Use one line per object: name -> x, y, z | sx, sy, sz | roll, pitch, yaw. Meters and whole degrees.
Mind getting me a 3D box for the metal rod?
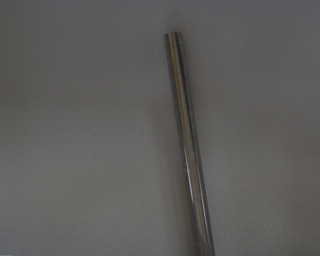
metal rod -> 0.039, 0.024, 0.411 | 0.025, 0.025, 0.298 | -9, 90, 0
